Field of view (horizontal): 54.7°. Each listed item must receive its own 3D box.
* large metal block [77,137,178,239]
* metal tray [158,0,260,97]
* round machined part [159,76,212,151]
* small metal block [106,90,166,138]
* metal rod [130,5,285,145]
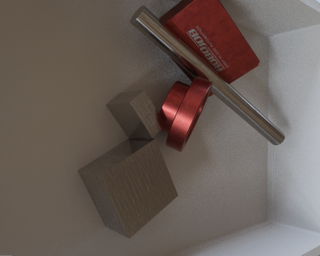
[{"bbox_3d":[-0.035,0.065,0.363,0.081,0.050,0.080,-34,111,-35],"label":"large metal block"},{"bbox_3d":[0.063,-0.112,0.419,0.130,0.090,0.030,42,26,-32],"label":"metal tray"},{"bbox_3d":[0.028,-0.022,0.399,0.042,0.098,0.098,25,68,8],"label":"round machined part"},{"bbox_3d":[-0.029,-0.016,0.368,0.025,0.050,0.050,-46,118,-30],"label":"small metal block"},{"bbox_3d":[0.082,-0.057,0.430,0.301,0.025,0.025,34,69,-29],"label":"metal rod"}]
